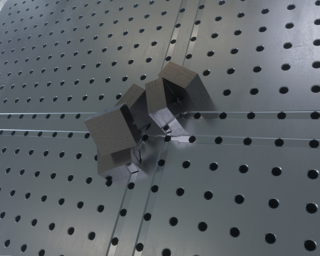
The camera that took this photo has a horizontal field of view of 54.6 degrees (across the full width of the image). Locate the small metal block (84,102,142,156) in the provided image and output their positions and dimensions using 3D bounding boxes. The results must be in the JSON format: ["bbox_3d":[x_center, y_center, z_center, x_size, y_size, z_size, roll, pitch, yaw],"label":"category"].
[{"bbox_3d":[-0.058,0.002,0.387,0.050,0.050,0.025,-18,17,17],"label":"small metal block"}]

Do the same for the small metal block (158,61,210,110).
[{"bbox_3d":[0.032,-0.056,0.411,0.050,0.050,0.025,34,81,38],"label":"small metal block"}]

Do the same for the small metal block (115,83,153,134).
[{"bbox_3d":[-0.032,-0.024,0.425,0.025,0.050,0.050,33,80,38],"label":"small metal block"}]

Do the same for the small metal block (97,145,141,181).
[{"bbox_3d":[-0.056,0.037,0.416,0.050,0.025,0.050,-21,54,16],"label":"small metal block"}]

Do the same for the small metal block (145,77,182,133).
[{"bbox_3d":[0.005,-0.030,0.409,0.025,0.050,0.050,-20,54,17],"label":"small metal block"}]
